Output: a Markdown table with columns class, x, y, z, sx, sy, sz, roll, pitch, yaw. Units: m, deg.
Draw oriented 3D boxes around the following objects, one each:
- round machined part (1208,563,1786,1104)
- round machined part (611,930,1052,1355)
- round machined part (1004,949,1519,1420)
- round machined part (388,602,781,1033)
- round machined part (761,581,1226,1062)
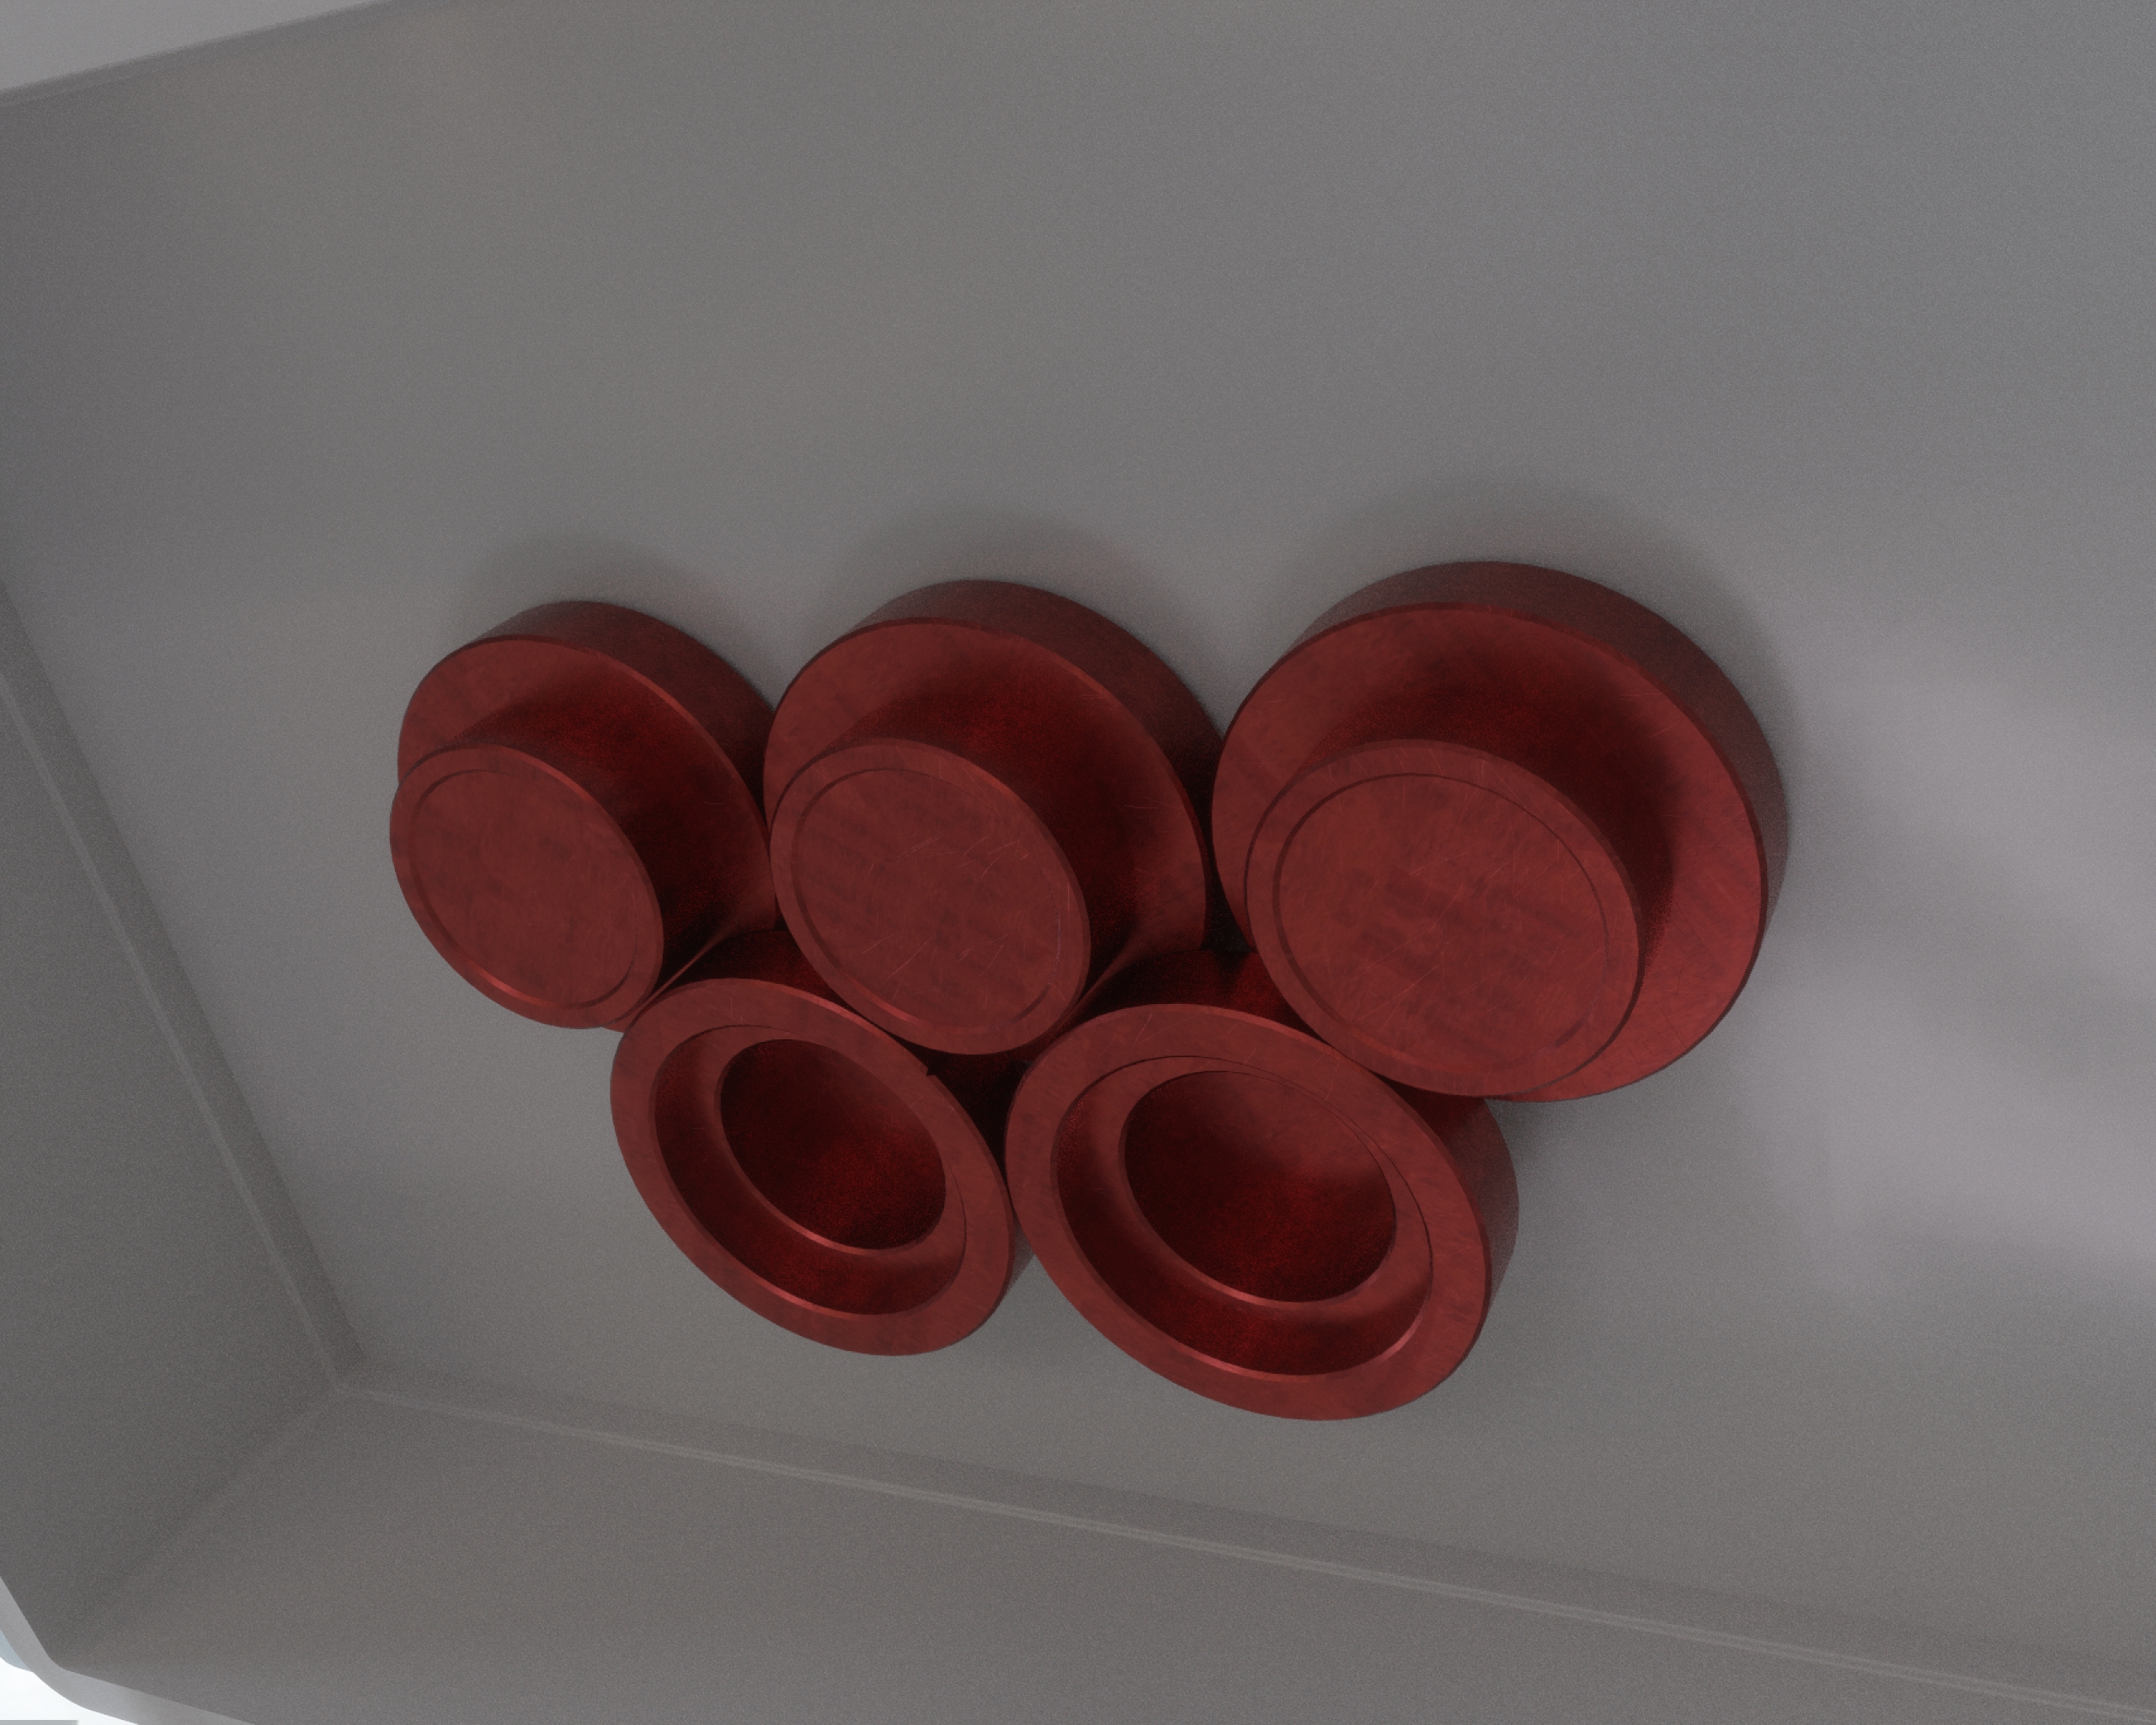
| class | x | y | z | sx | sy | sz | roll | pitch | yaw |
| --- | --- | --- | --- | --- | --- | --- | --- | --- | --- |
| round machined part | 0.068 | 0.001 | 0.359 | 0.098 | 0.042 | 0.097 | 13 | 123 | 21 |
| round machined part | -0.049 | 0.056 | 0.456 | 0.098 | 0.042 | 0.097 | 13 | 124 | 21 |
| round machined part | 0.039 | 0.059 | 0.411 | 0.098 | 0.042 | 0.097 | 13 | 124 | 21 |
| round machined part | -0.107 | -0.003 | 0.449 | 0.098 | 0.042 | 0.097 | 12 | 123 | 20 |
| round machined part | -0.020 | -0.002 | 0.404 | 0.098 | 0.042 | 0.097 | 13 | 123 | 21 |
